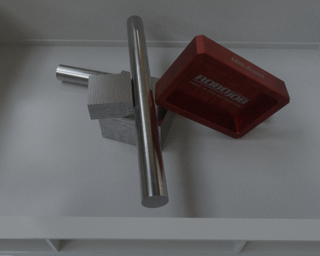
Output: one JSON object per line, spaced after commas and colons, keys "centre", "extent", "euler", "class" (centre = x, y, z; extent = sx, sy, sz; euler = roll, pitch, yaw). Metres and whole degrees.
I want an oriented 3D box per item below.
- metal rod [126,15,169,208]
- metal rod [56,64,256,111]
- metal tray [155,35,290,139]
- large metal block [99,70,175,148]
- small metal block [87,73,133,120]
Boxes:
{"centre": [-0.022, -0.047, 0.377], "extent": [0.025, 0.025, 0.300], "euler": [-5, 50, -5], "class": "metal rod"}
{"centre": [-0.006, -0.056, 0.451], "extent": [0.301, 0.025, 0.025], "euler": [11, 51, 9], "class": "metal rod"}
{"centre": [0.071, -0.041, 0.362], "extent": [0.131, 0.090, 0.030], "euler": [22, 47, -24], "class": "metal tray"}
{"centre": [-0.025, -0.024, 0.407], "extent": [0.080, 0.050, 0.080], "euler": [14, 51, 11], "class": "large metal block"}
{"centre": [-0.058, -0.039, 0.370], "extent": [0.050, 0.025, 0.050], "euler": [-5, 50, -5], "class": "small metal block"}
